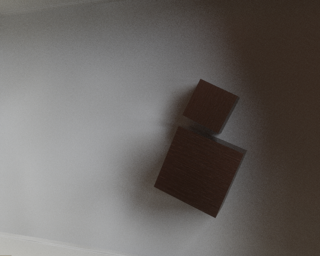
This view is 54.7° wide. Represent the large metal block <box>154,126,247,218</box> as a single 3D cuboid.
[{"bbox_3d":[0.051,0.049,0.379,0.080,0.050,0.080,24,98,18],"label":"large metal block"}]

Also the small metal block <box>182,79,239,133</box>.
[{"bbox_3d":[0.064,-0.027,0.388,0.050,0.025,0.050,29,99,17],"label":"small metal block"}]
